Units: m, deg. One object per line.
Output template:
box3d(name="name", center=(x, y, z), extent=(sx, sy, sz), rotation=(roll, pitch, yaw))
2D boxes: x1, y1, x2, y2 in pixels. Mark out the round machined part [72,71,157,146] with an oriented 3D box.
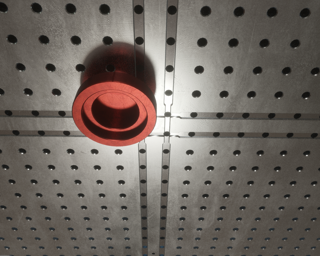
box3d(name="round machined part", center=(-0.053, -0.027, 0.377), extent=(0.099, 0.042, 0.097), rotation=(-1, 130, 0))
